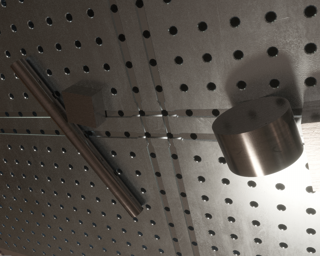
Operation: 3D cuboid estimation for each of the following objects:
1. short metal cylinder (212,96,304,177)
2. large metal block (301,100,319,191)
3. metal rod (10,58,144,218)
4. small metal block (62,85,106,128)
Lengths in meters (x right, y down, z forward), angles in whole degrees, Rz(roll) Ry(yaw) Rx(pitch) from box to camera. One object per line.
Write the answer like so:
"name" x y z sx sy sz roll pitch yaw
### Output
"short metal cylinder" 0.102 0.007 0.326 0.080 0.080 0.050 -13 112 33
"large metal block" 0.190 0.015 0.304 0.080 0.050 0.080 -7 115 31
"metal rod" -0.125 0.022 0.487 0.025 0.025 0.299 -28 104 37
"small metal block" -0.109 -0.031 0.447 0.050 0.025 0.050 11 123 21
